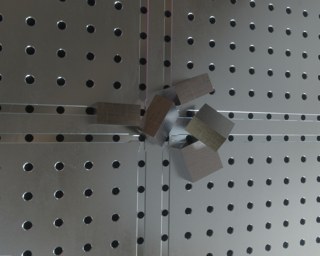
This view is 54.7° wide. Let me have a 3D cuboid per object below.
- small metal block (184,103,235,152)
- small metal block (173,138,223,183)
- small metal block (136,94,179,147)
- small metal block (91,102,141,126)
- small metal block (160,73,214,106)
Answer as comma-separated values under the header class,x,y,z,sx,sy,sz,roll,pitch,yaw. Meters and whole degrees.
class,x,y,z,sx,sy,sz,roll,pitch,yaw
small metal block,0.068,-0.002,0.416,0.050,0.025,0.050,36,34,7
small metal block,0.054,0.042,0.434,0.050,0.025,0.050,-23,98,-19
small metal block,-0.001,-0.008,0.397,0.025,0.050,0.050,26,80,18
small metal block,-0.055,-0.016,0.380,0.050,0.050,0.025,3,89,-20
small metal block,0.035,-0.050,0.413,0.050,0.050,0.025,-24,99,-19
